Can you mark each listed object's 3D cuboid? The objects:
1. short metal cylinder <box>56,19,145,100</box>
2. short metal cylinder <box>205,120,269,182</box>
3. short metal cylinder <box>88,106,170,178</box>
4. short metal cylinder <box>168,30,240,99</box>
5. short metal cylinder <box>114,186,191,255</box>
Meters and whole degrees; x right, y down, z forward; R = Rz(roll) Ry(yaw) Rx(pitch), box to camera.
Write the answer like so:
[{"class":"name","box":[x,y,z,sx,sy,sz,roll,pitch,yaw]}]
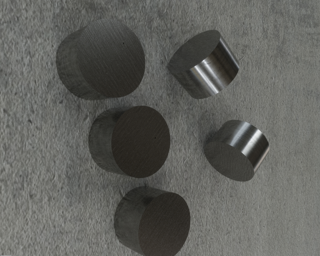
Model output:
[{"class":"short metal cylinder","box":[-0.063,-0.071,0.335,0.081,0.050,0.080,0,90,-40]},{"class":"short metal cylinder","box":[0.115,0.034,0.465,0.050,0.080,0.080,-47,118,-30]},{"class":"short metal cylinder","box":[-0.035,0.015,0.359,0.081,0.050,0.080,0,90,-40]},{"class":"short metal cylinder","box":[0.059,-0.085,0.418,0.050,0.080,0.080,46,63,-31]},{"class":"short metal cylinder","box":[-0.009,0.115,0.381,0.081,0.050,0.080,0,90,-40]}]
